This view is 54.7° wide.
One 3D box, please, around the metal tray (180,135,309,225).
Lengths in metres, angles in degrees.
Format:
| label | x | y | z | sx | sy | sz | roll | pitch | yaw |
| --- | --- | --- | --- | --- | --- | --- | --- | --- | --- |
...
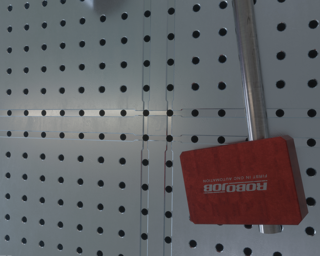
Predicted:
| label | x | y | z | sx | sy | sz | roll | pitch | yaw |
| --- | --- | --- | --- | --- | --- | --- | --- | --- | --- |
| metal tray | 0.091 | 0.062 | 0.357 | 0.130 | 0.030 | 0.089 | -13 | 84 | 36 |

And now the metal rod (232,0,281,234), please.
| label | x | y | z | sx | sy | sz | roll | pitch | yaw |
| --- | --- | --- | --- | --- | --- | --- | --- | --- | --- |
| metal rod | 0.114 | -0.027 | 0.372 | 0.025 | 0.025 | 0.298 | -7 | 88 | 20 |
